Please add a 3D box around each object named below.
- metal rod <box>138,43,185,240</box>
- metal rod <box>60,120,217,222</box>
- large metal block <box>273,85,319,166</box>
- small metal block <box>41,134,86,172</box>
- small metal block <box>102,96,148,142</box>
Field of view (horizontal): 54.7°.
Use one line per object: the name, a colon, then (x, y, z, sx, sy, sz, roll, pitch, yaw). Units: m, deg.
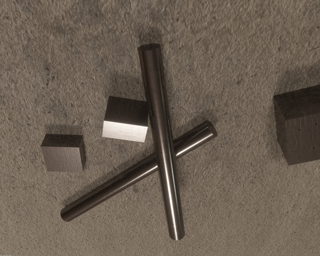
metal rod: (0.008, 0.039, 0.410, 0.025, 0.025, 0.298, -6, 121, 4)
metal rod: (-0.046, 0.075, 0.470, 0.299, 0.025, 0.025, -33, 123, 24)
large metal block: (0.193, -0.005, 0.390, 0.080, 0.050, 0.080, -14, 129, 11)
small metal block: (-0.134, 0.036, 0.436, 0.050, 0.025, 0.050, 2, 130, -2)
small metal block: (-0.041, -0.012, 0.380, 0.050, 0.050, 0.025, 8, 130, -8)
